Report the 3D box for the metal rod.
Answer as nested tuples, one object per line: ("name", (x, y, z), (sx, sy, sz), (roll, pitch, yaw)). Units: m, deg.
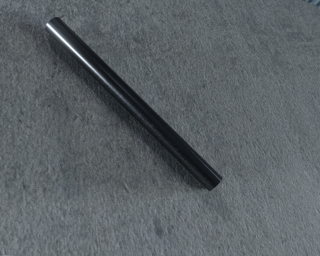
("metal rod", (-0.035, -0.033, 0.405), (0.300, 0.025, 0.025), (44, 51, 2))
